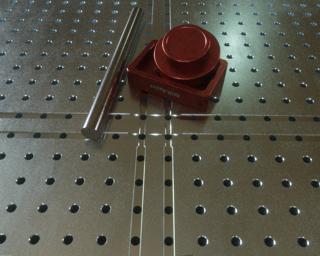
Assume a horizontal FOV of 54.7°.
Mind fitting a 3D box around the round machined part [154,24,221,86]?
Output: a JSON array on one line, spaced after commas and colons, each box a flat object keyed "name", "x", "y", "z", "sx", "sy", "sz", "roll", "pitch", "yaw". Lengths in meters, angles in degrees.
[{"name": "round machined part", "x": 0.040, "y": -0.114, "z": 0.459, "sx": 0.099, "sy": 0.042, "sz": 0.098, "roll": -3, "pitch": 65, "yaw": 6}]

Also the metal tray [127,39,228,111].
[{"name": "metal tray", "x": 0.027, "y": -0.085, "z": 0.475, "sx": 0.130, "sy": 0.030, "sz": 0.090, "roll": 21, "pitch": 53, "yaw": 16}]

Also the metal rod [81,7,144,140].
[{"name": "metal rod", "x": -0.066, "y": -0.106, "z": 0.495, "sx": 0.025, "sy": 0.025, "sz": 0.300, "roll": 7, "pitch": 50, "yaw": 6}]
